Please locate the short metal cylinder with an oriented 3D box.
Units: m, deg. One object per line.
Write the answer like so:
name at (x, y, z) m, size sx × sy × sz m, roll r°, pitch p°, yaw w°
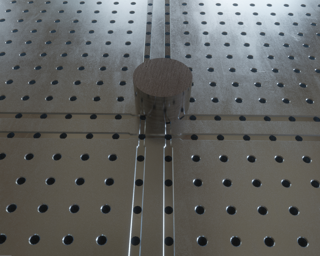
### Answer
short metal cylinder at (0.004, -0.054, 0.437) m, size 0.081 × 0.050 × 0.080 m, roll 0°, pitch 50°, yaw 0°
